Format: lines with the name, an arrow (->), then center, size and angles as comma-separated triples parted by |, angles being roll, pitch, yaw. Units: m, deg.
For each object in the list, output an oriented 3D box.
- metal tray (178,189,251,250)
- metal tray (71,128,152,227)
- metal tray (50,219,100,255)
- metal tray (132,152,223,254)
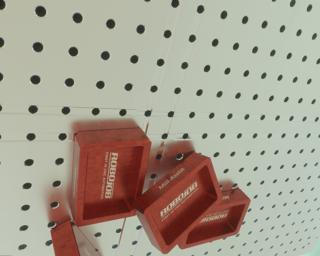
metal tray -> 0.093, 0.162, 0.557 | 0.131, 0.030, 0.089 | -4, 120, -27
metal tray -> -0.067, 0.066, 0.411 | 0.091, 0.030, 0.129 | -4, 120, -27
metal tray -> -0.103, 0.201, 0.436 | 0.030, 0.090, 0.130 | -29, 128, -10
metal tray -> 0.031, 0.108, 0.457 | 0.131, 0.030, 0.090 | -36, 120, -26
